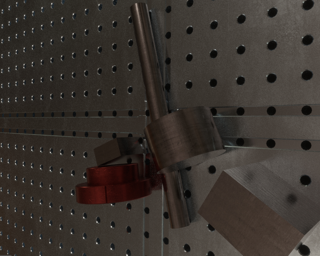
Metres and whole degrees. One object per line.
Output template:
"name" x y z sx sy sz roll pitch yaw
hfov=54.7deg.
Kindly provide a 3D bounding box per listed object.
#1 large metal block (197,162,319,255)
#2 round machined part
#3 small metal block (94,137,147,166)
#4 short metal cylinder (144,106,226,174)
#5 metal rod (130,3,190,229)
"large metal block" 0.097 0.080 0.292 0.080 0.081 0.050 40 114 32
"round machined part" -0.061 0.070 0.410 0.098 0.099 0.042 -8 85 39
"small metal block" -0.056 0.033 0.437 0.050 0.050 0.025 -25 74 37
"short metal cylinder" 0.027 0.015 0.350 0.080 0.081 0.050 -29 72 36
"metal rod" -0.002 -0.023 0.408 0.025 0.025 0.298 -18 79 38
